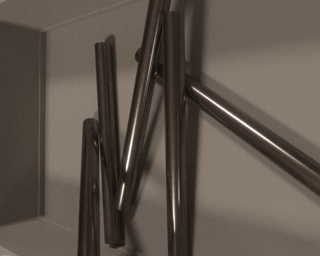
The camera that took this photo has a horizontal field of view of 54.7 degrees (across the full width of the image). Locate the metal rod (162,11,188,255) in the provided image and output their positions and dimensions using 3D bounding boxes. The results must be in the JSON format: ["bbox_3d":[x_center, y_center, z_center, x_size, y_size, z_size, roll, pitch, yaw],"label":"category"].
[{"bbox_3d":[0.019,0.020,0.366,0.025,0.025,0.298,5,100,39],"label":"metal rod"}]

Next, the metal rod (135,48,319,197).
[{"bbox_3d":[0.072,-0.017,0.345,0.300,0.025,0.025,41,115,32],"label":"metal rod"}]

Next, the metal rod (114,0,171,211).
[{"bbox_3d":[-0.025,-0.025,0.401,0.025,0.025,0.298,27,114,36],"label":"metal rod"}]

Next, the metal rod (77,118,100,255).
[{"bbox_3d":[-0.089,0.096,0.392,0.025,0.025,0.300,-47,35,29],"label":"metal rod"}]

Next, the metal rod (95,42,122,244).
[{"bbox_3d":[-0.079,0.021,0.469,0.025,0.025,0.298,-6,86,39],"label":"metal rod"}]
